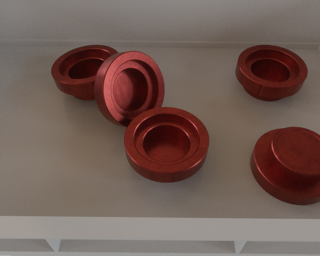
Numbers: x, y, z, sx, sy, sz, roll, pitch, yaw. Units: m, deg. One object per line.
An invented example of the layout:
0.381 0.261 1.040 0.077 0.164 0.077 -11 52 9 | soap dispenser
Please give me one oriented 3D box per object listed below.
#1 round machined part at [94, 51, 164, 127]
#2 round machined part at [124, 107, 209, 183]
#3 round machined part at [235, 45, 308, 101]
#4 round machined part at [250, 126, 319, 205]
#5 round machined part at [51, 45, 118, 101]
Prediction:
-0.044 -0.050 0.409 0.042 0.098 0.098 9 43 48 | round machined part
0.008 0.024 0.374 0.099 0.042 0.098 0 50 0 | round machined part
0.162 -0.078 0.462 0.099 0.042 0.098 0 50 0 | round machined part
0.161 0.037 0.365 0.099 0.042 0.098 0 50 0 | round machined part
-0.103 -0.077 0.452 0.099 0.042 0.098 -4 45 4 | round machined part
